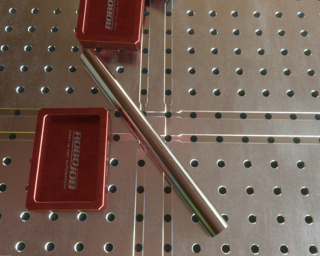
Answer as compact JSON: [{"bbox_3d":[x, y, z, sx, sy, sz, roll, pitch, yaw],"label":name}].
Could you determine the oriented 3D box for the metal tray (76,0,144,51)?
[{"bbox_3d":[-0.070,-0.183,0.460,0.091,0.030,0.129,4,82,2],"label":"metal tray"}]

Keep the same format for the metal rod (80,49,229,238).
[{"bbox_3d":[-0.017,0.008,0.408,0.025,0.025,0.300,-34,74,-12],"label":"metal rod"}]

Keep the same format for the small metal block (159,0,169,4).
[{"bbox_3d":[0.001,-0.236,0.498,0.050,0.025,0.050,29,72,9],"label":"small metal block"}]

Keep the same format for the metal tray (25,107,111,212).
[{"bbox_3d":[-0.112,0.039,0.393,0.091,0.030,0.130,0,70,-1],"label":"metal tray"}]
